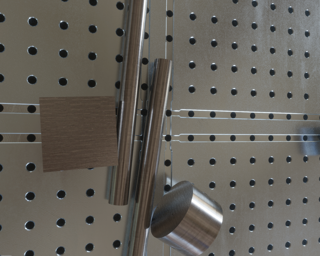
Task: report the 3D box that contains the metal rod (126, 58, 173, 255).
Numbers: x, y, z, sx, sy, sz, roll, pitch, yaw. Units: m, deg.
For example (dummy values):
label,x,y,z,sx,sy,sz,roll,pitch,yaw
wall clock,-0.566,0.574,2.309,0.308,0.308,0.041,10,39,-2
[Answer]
label,x,y,z,sx,sy,sz,roll,pitch,yaw
metal rod,-0.016,0.058,0.406,0.025,0.025,0.298,9,87,-20

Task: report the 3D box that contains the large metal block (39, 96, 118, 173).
label,x,y,z,sx,sy,sz,roll,pitch,yaw
large metal block,-0.096,0.005,0.364,0.081,0.050,0.079,-3,91,-20

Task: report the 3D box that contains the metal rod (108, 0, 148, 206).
label,x,y,z,sx,sy,sz,roll,pitch,yaw
metal rod,-0.039,-0.053,0.398,0.025,0.025,0.298,6,88,-20

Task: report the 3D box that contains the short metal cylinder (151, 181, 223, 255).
label,x,y,z,sx,sy,sz,roll,pitch,yaw
short metal cylinder,0.033,0.115,0.396,0.050,0.080,0.080,38,78,-16
